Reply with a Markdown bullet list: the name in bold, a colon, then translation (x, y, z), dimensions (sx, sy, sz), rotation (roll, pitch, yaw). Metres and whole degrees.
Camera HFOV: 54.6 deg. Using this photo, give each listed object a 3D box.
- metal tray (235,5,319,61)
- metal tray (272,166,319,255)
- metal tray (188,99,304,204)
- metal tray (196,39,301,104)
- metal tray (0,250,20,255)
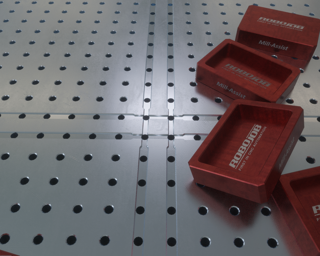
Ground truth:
- **metal tray**: translation (0.210, -0.171, 0.550), dimensions (0.130, 0.030, 0.090), rotation (19, 52, 15)
- **metal tray**: translation (0.202, 0.083, 0.335), dimensions (0.131, 0.030, 0.090), rotation (-11, 51, -9)
- **metal tray**: translation (0.105, 0.019, 0.368), dimensions (0.090, 0.030, 0.131), rotation (12, 48, 38)
- **metal tray**: translation (0.132, -0.082, 0.473), dimensions (0.130, 0.030, 0.090), rotation (32, 57, 24)
- **metal tray**: translation (-0.186, 0.167, 0.263), dimensions (0.090, 0.030, 0.130), rotation (12, 51, 10)
